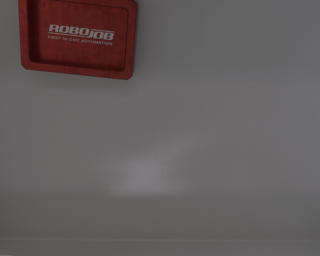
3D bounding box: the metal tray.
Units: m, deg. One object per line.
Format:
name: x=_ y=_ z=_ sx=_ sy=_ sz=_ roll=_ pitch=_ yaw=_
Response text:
metal tray: x=-0.094 y=-0.110 z=0.367 sx=0.131 sy=0.030 sz=0.089 roll=6 pitch=110 yaw=-2
